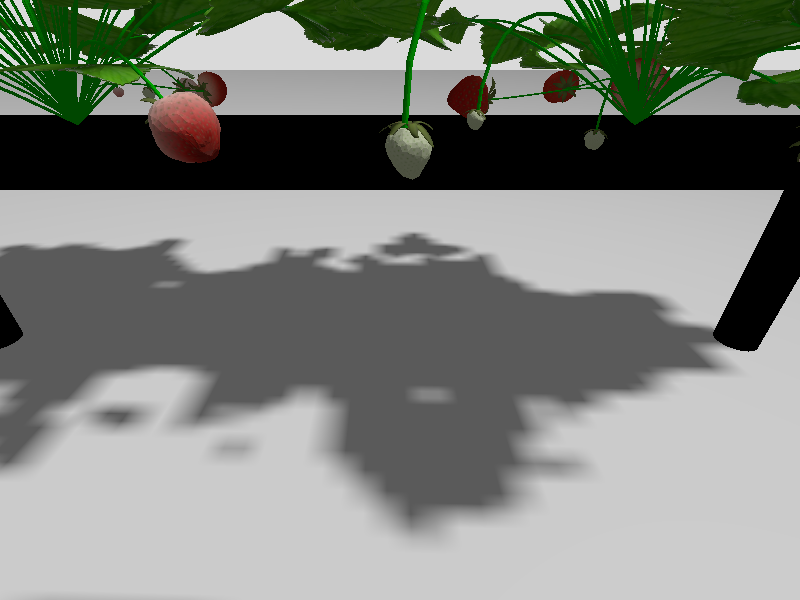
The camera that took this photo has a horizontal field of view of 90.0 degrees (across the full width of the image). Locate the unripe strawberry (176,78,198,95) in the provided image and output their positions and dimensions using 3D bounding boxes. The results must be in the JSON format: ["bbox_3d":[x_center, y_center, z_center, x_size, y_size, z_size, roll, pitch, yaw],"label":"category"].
[{"bbox_3d":[-0.250,-0.248,0.476,0.025,0.026,0.027,2,13,3],"label":"unripe strawberry"}]

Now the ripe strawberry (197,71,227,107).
[{"bbox_3d":[-0.200,-0.226,0.429,0.029,0.033,0.032,13,33,20],"label":"ripe strawberry"}]

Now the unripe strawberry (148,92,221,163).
[{"bbox_3d":[-0.102,-0.081,0.195,0.032,0.034,0.033,-30,-23,-40],"label":"unripe strawberry"}]

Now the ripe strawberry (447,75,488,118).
[{"bbox_3d":[0.056,-0.168,0.333,0.034,0.033,0.037,4,31,8],"label":"ripe strawberry"}]

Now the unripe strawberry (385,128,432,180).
[{"bbox_3d":[0.004,-0.062,0.169,0.021,0.022,0.020,-26,40,-36],"label":"unripe strawberry"}]

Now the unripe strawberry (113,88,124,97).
[{"bbox_3d":[-0.321,-0.237,0.457,0.011,0.010,0.010,-11,33,-17],"label":"unripe strawberry"}]

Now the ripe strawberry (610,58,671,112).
[{"bbox_3d":[0.226,-0.203,0.379,0.051,0.045,0.046,13,33,20],"label":"ripe strawberry"}]

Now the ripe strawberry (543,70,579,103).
[{"bbox_3d":[0.182,-0.244,0.457,0.038,0.033,0.038,-1,31,-2],"label":"ripe strawberry"}]

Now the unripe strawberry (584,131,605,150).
[{"bbox_3d":[0.110,-0.090,0.227,0.011,0.010,0.010,21,37,30],"label":"unripe strawberry"}]

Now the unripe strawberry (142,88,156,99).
[{"bbox_3d":[-0.279,-0.229,0.447,0.013,0.013,0.011,-4,31,-6],"label":"unripe strawberry"}]

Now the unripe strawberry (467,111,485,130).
[{"bbox_3d":[0.040,-0.096,0.213,0.010,0.010,0.009,-22,38,-32],"label":"unripe strawberry"}]
